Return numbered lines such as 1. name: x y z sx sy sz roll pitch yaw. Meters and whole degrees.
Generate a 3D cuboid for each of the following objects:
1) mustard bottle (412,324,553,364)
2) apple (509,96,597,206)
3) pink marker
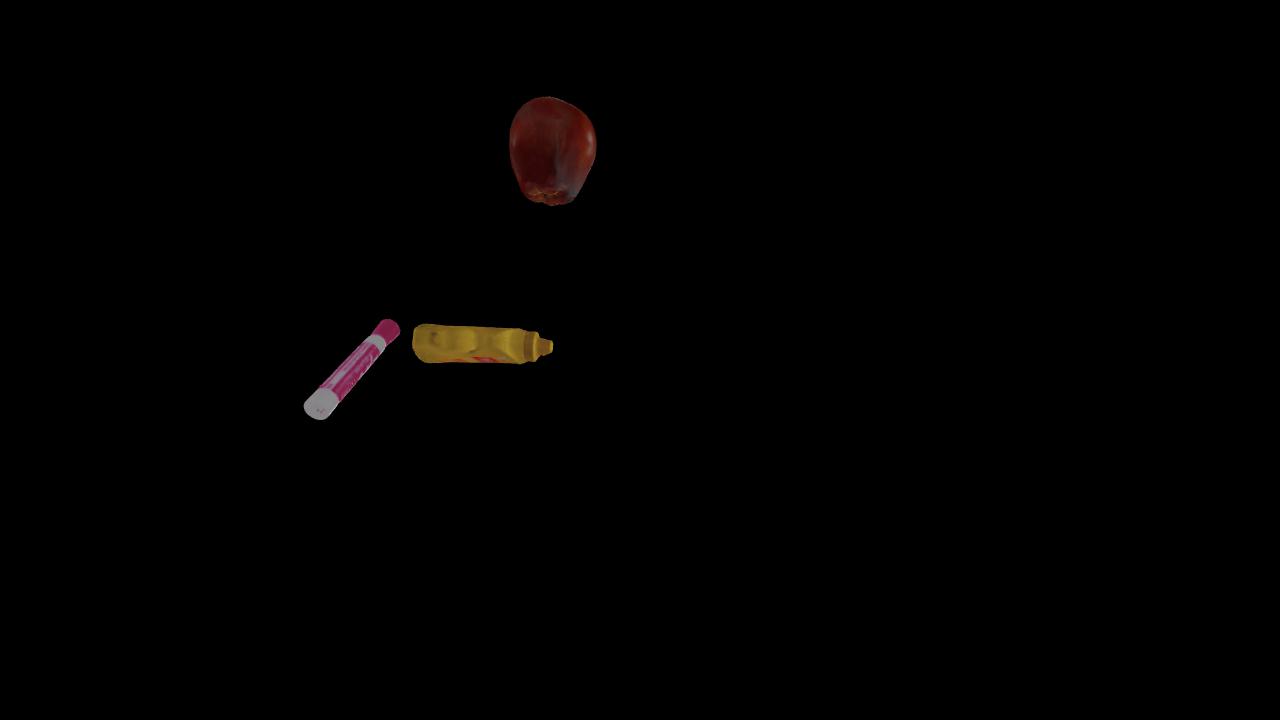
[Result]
1. mustard bottle: -0.212 -0.021 0.859 0.184 0.054 0.092 1 -15 2
2. apple: -0.079 -0.187 0.547 0.079 0.093 0.079 9 -10 2
3. pink marker: -0.226 0.003 0.492 0.020 0.020 0.121 0 34 9
